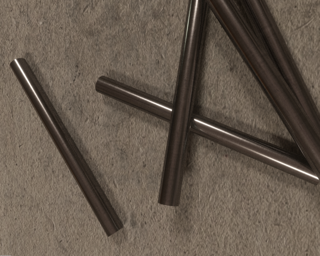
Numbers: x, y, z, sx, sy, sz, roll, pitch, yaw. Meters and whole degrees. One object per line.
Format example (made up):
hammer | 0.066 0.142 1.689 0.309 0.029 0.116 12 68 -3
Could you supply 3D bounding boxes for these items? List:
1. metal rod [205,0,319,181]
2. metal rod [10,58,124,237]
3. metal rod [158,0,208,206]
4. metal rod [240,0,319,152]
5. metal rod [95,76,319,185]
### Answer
metal rod | 0.119 -0.055 0.339 0.025 0.025 0.299 -32 81 17
metal rod | -0.142 0.021 0.457 0.025 0.025 0.299 -36 79 16
metal rod | 0.033 -0.058 0.375 0.025 0.025 0.298 7 84 19
metal rod | 0.125 -0.115 0.364 0.025 0.025 0.299 -25 82 18
metal rod | 0.048 -0.005 0.391 0.301 0.025 0.025 24 98 18
